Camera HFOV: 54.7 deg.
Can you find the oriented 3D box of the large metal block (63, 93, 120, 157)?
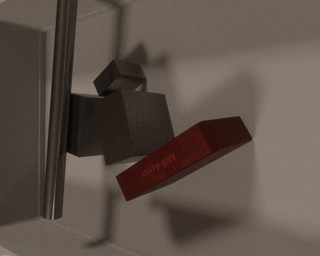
[{"bbox_3d":[-0.093,-0.006,0.445,0.050,0.081,0.079,15,99,39],"label":"large metal block"}]

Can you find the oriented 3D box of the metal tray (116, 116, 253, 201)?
[{"bbox_3d":[0.025,0.034,0.340,0.130,0.091,0.030,-35,74,34],"label":"metal tray"}]

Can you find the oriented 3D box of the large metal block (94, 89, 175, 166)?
[{"bbox_3d":[-0.029,0.000,0.393,0.050,0.081,0.080,-21,77,38],"label":"large metal block"}]

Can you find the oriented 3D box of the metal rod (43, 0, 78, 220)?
[{"bbox_3d":[-0.132,-0.028,0.408,0.025,0.025,0.298,9,96,39],"label":"metal rod"}]

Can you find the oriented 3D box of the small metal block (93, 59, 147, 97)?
[{"bbox_3d":[-0.056,-0.067,0.435,0.050,0.050,0.025,-38,67,33],"label":"small metal block"}]
